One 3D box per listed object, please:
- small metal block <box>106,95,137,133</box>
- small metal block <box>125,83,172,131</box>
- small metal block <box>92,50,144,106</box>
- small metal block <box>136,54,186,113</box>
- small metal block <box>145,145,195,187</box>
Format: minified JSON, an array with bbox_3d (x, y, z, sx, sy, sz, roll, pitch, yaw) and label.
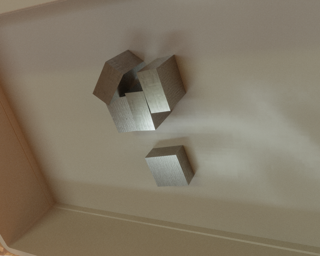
[{"bbox_3d":[-0.039,-0.023,0.415,0.050,0.025,0.050,-7,115,31],"label":"small metal block"},{"bbox_3d":[-0.012,-0.031,0.380,0.025,0.050,0.050,-3,117,30],"label":"small metal block"},{"bbox_3d":[-0.051,-0.062,0.381,0.025,0.050,0.050,37,129,4],"label":"small metal block"},{"bbox_3d":[0.003,-0.052,0.359,0.025,0.050,0.050,-6,115,31],"label":"small metal block"},{"bbox_3d":[0.014,0.054,0.435,0.050,0.025,0.050,-9,114,32],"label":"small metal block"}]
